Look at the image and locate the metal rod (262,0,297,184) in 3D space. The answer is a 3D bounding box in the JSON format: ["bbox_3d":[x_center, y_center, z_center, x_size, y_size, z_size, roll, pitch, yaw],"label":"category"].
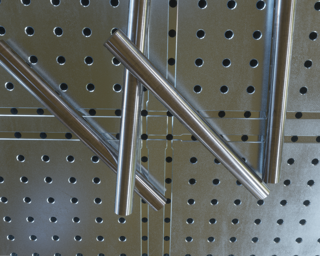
[{"bbox_3d":[0.150,-0.067,0.389,0.025,0.025,0.298,-3,110,1],"label":"metal rod"}]

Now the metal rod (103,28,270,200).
[{"bbox_3d":[0.048,-0.002,0.391,0.025,0.025,0.300,-41,114,13],"label":"metal rod"}]

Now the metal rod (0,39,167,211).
[{"bbox_3d":[-0.099,0.006,0.414,0.025,0.025,0.300,-40,106,13],"label":"metal rod"}]

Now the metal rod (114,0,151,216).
[{"bbox_3d":[-0.035,-0.031,0.385,0.025,0.025,0.298,5,104,-2],"label":"metal rod"}]
